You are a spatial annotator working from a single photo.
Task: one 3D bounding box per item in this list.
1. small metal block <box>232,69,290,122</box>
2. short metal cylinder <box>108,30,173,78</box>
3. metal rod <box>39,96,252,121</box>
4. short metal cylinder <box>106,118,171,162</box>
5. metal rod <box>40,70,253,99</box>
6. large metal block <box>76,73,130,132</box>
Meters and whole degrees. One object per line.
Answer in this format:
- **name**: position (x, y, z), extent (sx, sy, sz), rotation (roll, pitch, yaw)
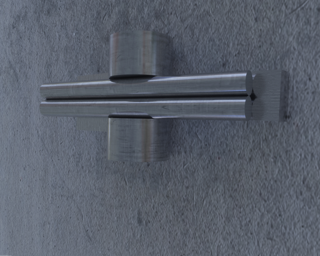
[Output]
- **small metal block**: position (0.104, -0.033, 0.321), extent (0.050, 0.025, 0.050), rotation (4, 93, 40)
- **short metal cylinder**: position (-0.024, -0.087, 0.390), extent (0.080, 0.081, 0.050), rotation (2, 92, 40)
- **metal rod**: position (-0.041, -0.024, 0.382), extent (0.300, 0.025, 0.025), rotation (2, 92, 32)
- **short metal cylinder**: position (-0.027, 0.013, 0.393), extent (0.080, 0.081, 0.050), rotation (2, 92, 40)
- **metal rod**: position (-0.040, -0.049, 0.381), extent (0.300, 0.025, 0.025), rotation (2, 92, 32)
- **large metal block**: position (-0.076, -0.036, 0.453), extent (0.080, 0.050, 0.079), rotation (3, 92, 40)
